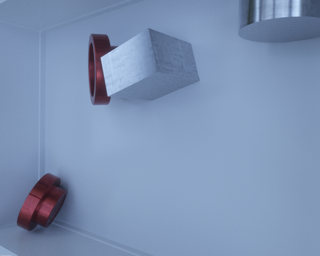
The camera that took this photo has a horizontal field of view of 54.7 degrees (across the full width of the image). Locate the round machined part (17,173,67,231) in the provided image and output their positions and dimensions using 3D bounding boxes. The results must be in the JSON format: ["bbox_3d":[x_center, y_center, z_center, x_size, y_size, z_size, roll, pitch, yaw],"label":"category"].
[{"bbox_3d":[-0.195,0.130,0.530,0.042,0.098,0.097,26,110,0],"label":"round machined part"}]

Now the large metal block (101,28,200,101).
[{"bbox_3d":[-0.011,-0.072,0.379,0.080,0.081,0.050,-19,78,38],"label":"large metal block"}]

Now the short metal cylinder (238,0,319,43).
[{"bbox_3d":[0.112,-0.112,0.278,0.080,0.081,0.050,2,92,39],"label":"short metal cylinder"}]

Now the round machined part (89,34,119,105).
[{"bbox_3d":[-0.075,-0.081,0.436,0.098,0.042,0.097,178,89,-72],"label":"round machined part"}]
